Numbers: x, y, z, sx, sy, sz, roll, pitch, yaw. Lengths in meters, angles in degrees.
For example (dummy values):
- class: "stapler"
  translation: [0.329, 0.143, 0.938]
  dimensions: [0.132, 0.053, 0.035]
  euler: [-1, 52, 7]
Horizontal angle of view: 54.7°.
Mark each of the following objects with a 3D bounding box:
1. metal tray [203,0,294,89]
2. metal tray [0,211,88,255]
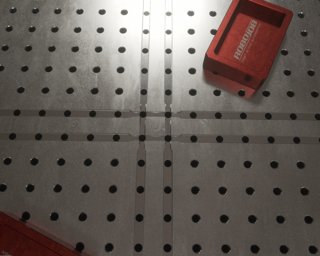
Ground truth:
- class: "metal tray"
  translation: [0.131, -0.132, 0.458]
  dimensions: [0.090, 0.030, 0.130]
  euler: [25, 72, 8]
- class: "metal tray"
  translation: [-0.151, 0.163, 0.347]
  dimensions: [0.130, 0.030, 0.090]
  euler: [25, 72, 8]
